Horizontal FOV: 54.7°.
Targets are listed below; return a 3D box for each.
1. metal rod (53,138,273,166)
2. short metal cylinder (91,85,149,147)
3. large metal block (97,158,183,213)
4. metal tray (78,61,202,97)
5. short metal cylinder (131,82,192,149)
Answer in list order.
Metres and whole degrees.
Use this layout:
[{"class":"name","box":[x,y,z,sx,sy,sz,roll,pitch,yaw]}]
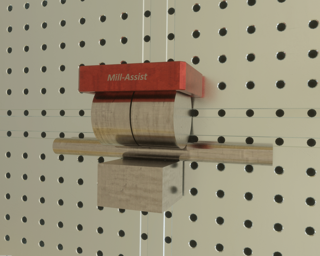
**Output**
[{"class":"metal rod","box":[-0.010,0.029,0.412,0.301,0.025,0.025,1,91,19]},{"class":"short metal cylinder","box":[-0.044,-0.016,0.396,0.050,0.080,0.079,1,90,20]},{"class":"large metal block","box":[-0.022,0.067,0.386,0.080,0.080,0.050,1,91,20]},{"class":"metal tray","box":[-0.021,-0.056,0.381,0.130,0.090,0.030,1,91,20]},{"class":"short metal cylinder","box":[0.005,-0.016,0.379,0.050,0.080,0.079,2,91,20]}]
